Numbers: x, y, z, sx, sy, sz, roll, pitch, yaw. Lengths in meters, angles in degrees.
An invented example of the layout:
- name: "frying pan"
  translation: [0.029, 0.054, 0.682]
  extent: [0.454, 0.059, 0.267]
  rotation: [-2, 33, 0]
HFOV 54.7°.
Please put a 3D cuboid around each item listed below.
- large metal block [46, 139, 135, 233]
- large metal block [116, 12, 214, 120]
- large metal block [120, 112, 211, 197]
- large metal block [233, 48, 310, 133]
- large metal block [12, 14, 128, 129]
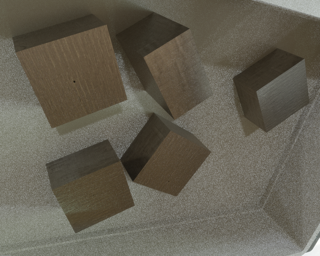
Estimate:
- name: "large metal block"
  translation: [-0.086, 0.073, 0.390]
  extent: [0.081, 0.050, 0.080]
  rotation: [-22, 127, -15]
- name: "large metal block"
  translation: [0.004, -0.068, 0.333]
  extent: [0.050, 0.080, 0.080]
  rotation: [-34, 129, -6]
- name: "large metal block"
  translation: [0.007, 0.038, 0.420]
  extent: [0.080, 0.050, 0.080]
  rotation: [28, 103, -38]
- name: "large metal block"
  translation: [0.162, -0.054, 0.447]
  extent: [0.080, 0.050, 0.080]
  rotation: [-34, 129, -6]
- name: "large metal block"
  translation: [-0.087, -0.058, 0.309]
  extent: [0.081, 0.050, 0.080]
  rotation: [-23, 127, -15]
